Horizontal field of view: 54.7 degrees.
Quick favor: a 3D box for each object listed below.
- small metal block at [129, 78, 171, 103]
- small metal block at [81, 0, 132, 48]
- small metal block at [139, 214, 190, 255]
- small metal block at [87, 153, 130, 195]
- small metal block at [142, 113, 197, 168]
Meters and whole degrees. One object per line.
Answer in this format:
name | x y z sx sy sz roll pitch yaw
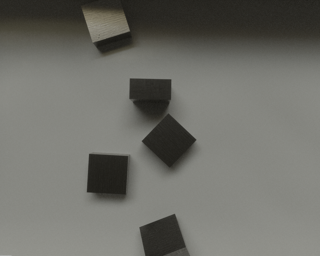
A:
small metal block | -0.012 -0.047 0.399 0.050 0.050 0.025 1 90 -1
small metal block | -0.070 -0.141 0.410 0.050 0.025 0.050 -17 90 -1
small metal block | 0.005 0.146 0.397 0.050 0.050 0.025 -21 129 -1
small metal block | -0.068 0.059 0.411 0.050 0.025 0.050 3 90 -1
small metal block | 0.012 0.016 0.412 0.050 0.025 0.050 44 90 -1
